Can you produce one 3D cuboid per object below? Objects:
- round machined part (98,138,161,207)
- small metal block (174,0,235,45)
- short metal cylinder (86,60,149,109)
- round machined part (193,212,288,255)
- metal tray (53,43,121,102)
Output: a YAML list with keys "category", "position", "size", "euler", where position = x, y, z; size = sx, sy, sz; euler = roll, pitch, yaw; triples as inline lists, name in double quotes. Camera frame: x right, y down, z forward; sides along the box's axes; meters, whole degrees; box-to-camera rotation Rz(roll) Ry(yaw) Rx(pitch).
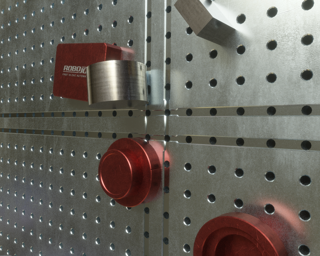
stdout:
- category: "round machined part"
  position: [-0.049, 0.063, 0.437]
  size: [0.098, 0.042, 0.097]
  euler: [0, 90, 39]
- category: "small metal block"
  position: [0.051, -0.125, 0.350]
  size: [0.025, 0.050, 0.050]
  euler: [-44, 64, 31]
- category: "short metal cylinder"
  position: [-0.057, -0.056, 0.419]
  size: [0.080, 0.081, 0.050]
  euler: [-7, 86, 39]
- category: "round machined part"
  position: [0.087, 0.137, 0.325]
  size: [0.098, 0.042, 0.097]
  euler: [0, 90, 39]
- category: "metal tray"
  position: [-0.123, -0.090, 0.504]
  size: [0.130, 0.030, 0.089]
  euler: [12, 97, 39]
